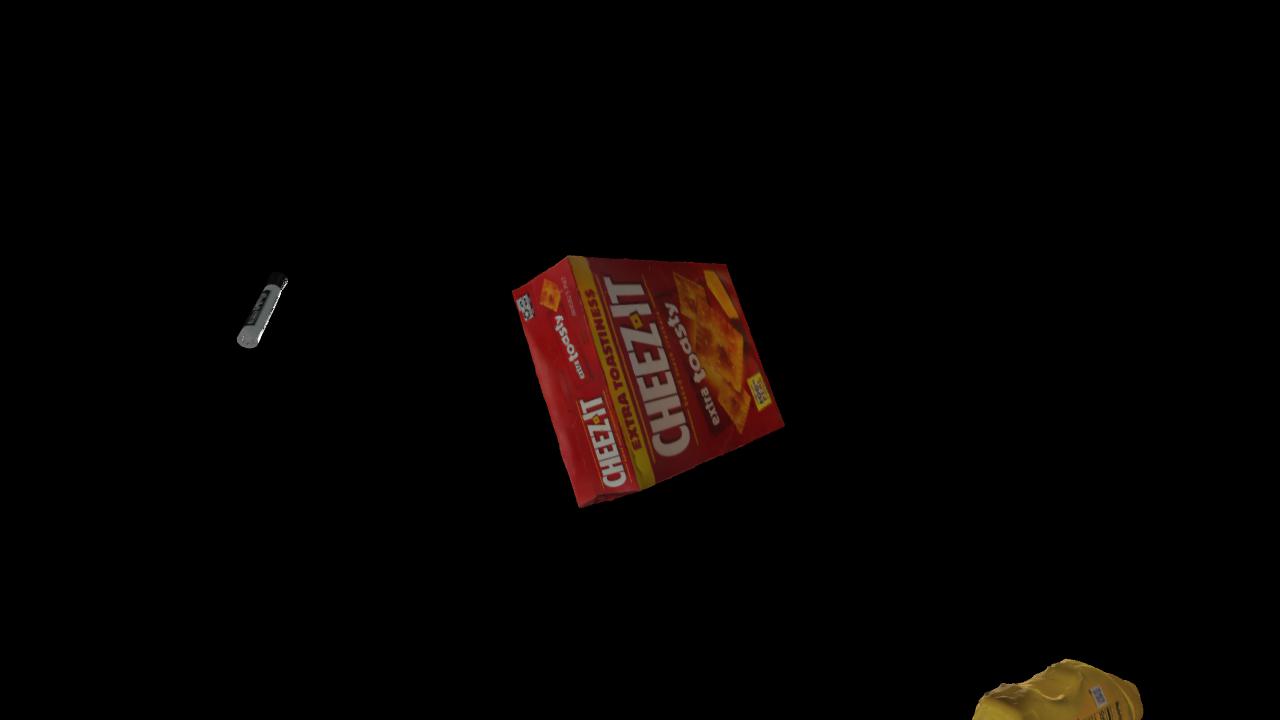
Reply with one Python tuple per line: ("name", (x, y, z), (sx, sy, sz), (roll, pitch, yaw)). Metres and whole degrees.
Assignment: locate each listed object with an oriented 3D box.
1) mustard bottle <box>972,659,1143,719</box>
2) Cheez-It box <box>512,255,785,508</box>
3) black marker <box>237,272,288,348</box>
("mustard bottle", (0.356, 0.300, 0.508), (0.184, 0.092, 0.054), (-3, -8, -27))
("Cheez-It box", (0.018, 0.005, 0.500), (0.071, 0.166, 0.223), (-24, -9, 37))
("black marker", (-0.400, -0.057, 0.657), (0.020, 0.020, 0.121), (0, 40, -12))
